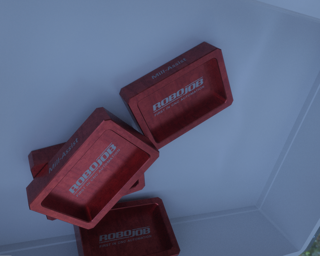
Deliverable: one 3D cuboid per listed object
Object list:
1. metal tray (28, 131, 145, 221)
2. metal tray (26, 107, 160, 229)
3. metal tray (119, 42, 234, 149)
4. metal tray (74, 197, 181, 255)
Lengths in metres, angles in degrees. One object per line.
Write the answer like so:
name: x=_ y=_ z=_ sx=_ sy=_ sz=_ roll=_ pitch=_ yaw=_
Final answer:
metal tray: x=-0.087 y=0.056 z=0.393 sx=0.131 sy=0.030 sz=0.089 roll=-16 pitch=125 yaw=-20
metal tray: x=-0.075 y=0.050 z=0.356 sx=0.130 sy=0.030 sz=0.090 roll=-48 pitch=129 yaw=5
metal tray: x=0.025 y=-0.039 z=0.396 sx=0.131 sy=0.030 sz=0.090 roll=-31 pitch=129 yaw=-9
metal tray: x=-0.047 y=0.151 z=0.432 sx=0.131 sy=0.090 sz=0.030 roll=-1 pitch=140 yaw=-28
